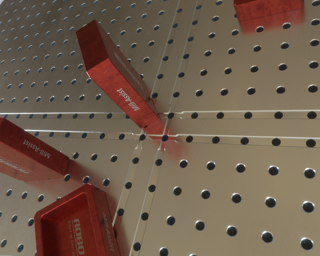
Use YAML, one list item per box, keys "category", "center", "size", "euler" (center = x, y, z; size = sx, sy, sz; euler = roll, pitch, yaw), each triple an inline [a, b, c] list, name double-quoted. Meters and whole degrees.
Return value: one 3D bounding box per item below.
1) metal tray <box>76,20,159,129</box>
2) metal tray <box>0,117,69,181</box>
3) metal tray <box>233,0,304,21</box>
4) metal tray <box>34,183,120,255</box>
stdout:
- category: "metal tray"
  center: [-0.053, -0.067, 0.408]
  size: [0.030, 0.130, 0.090]
  euler: [-30, 52, 9]
- category: "metal tray"
  center: [-0.202, 0.034, 0.423]
  size: [0.090, 0.130, 0.030]
  euler: [-9, 58, 23]
- category: "metal tray"
  center: [0.160, -0.224, 0.458]
  size: [0.090, 0.030, 0.130]
  euler: [-4, 60, 25]
- category: "metal tray"
  center: [-0.099, 0.143, 0.367]
  size: [0.090, 0.030, 0.130]
  euler: [-30, 52, 8]
